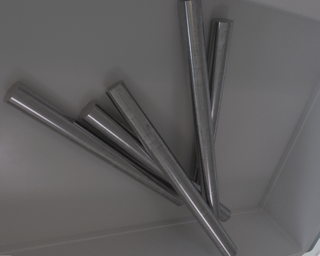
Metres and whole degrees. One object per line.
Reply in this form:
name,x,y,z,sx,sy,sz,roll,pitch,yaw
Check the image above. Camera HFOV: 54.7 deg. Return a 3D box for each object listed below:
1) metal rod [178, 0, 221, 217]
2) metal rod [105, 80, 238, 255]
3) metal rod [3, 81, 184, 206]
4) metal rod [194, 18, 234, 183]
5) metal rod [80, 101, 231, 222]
metal rod,0.055,-0.006,0.401,0.025,0.025,0.298,-18,115,-18
metal rod,0.026,0.068,0.406,0.025,0.025,0.299,-36,111,-5
metal rod,-0.057,0.039,0.401,0.025,0.025,0.301,-47,129,4
metal rod,0.070,0.000,0.446,0.025,0.025,0.298,-12,123,-22
metal rod,0.013,0.062,0.433,0.025,0.025,0.300,-46,123,4
